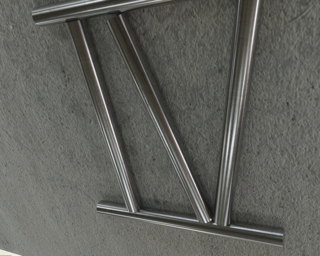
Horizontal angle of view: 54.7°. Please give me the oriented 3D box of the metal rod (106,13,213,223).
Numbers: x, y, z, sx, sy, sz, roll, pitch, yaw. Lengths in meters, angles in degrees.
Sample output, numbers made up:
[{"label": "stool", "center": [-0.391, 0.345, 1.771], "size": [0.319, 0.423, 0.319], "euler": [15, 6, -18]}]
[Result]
[{"label": "metal rod", "center": [0.008, 0.001, 0.403], "size": [0.025, 0.025, 0.299], "euler": [-12, 113, 33]}]

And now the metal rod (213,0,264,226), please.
[{"label": "metal rod", "center": [0.086, 0.002, 0.362], "size": [0.025, 0.025, 0.298], "euler": [12, 124, 21]}]

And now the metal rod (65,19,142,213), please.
[{"label": "metal rod", "center": [-0.073, -0.001, 0.443], "size": [0.025, 0.025, 0.298], "euler": [1, 119, 27]}]

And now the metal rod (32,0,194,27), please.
[{"label": "metal rod", "center": [-0.021, -0.140, 0.331], "size": [0.301, 0.025, 0.025], "euler": [1, 119, 27]}]

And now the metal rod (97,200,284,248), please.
[{"label": "metal rod", "center": [0.030, 0.143, 0.478], "size": [0.301, 0.025, 0.025], "euler": [1, 119, 27]}]
